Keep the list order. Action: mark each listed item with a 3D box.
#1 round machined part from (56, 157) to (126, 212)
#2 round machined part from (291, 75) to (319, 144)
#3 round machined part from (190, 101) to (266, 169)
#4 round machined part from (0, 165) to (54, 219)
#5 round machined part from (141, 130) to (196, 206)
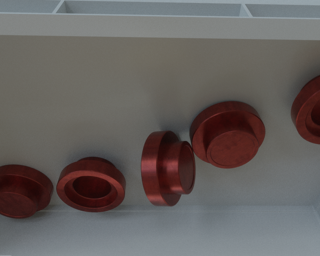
[{"bbox_3d":[-0.100,0.081,0.465,0.099,0.042,0.097,-1,130,0],"label":"round machined part"},{"bbox_3d":[0.210,-0.029,0.377,0.099,0.042,0.097,-1,130,0],"label":"round machined part"},{"bbox_3d":[0.091,0.016,0.409,0.099,0.042,0.097,-3,130,-3],"label":"round machined part"},{"bbox_3d":[-0.222,0.105,0.484,0.099,0.042,0.097,-1,130,0],"label":"round machined part"},{"bbox_3d":[0.016,0.052,0.401,0.042,0.098,0.098,-5,132,23],"label":"round machined part"}]
